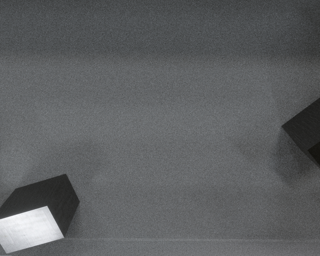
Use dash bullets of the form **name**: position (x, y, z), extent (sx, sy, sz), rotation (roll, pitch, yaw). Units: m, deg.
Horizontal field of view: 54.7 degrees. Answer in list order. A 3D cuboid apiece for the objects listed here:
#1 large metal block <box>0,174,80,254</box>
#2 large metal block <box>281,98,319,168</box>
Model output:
- **large metal block**: position (-0.166, 0.114, 0.422), extent (0.080, 0.080, 0.050), rotation (-17, 109, 6)
- **large metal block**: position (0.213, 0.004, 0.385), extent (0.080, 0.080, 0.050), rotation (-40, 106, 13)
